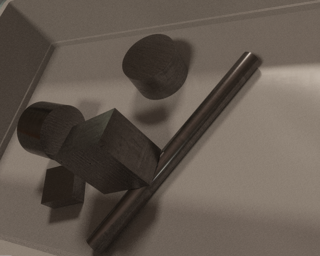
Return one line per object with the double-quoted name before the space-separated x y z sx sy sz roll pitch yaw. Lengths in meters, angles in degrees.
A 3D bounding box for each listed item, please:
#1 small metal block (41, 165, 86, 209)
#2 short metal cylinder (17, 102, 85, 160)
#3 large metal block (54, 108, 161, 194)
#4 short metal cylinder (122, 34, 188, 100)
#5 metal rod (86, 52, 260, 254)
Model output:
"small metal block" -0.130 0.079 0.424 0.050 0.025 0.050 -15 56 19
"short metal cylinder" -0.154 0.004 0.447 0.050 0.080 0.080 10 67 32
"large metal block" -0.059 0.031 0.362 0.080 0.080 0.050 -19 39 38
"short metal cylinder" -0.007 -0.087 0.445 0.080 0.050 0.080 -13 56 20
"metal rod" 0.021 0.024 0.378 0.025 0.025 0.300 35 81 38
